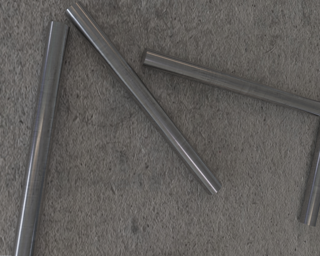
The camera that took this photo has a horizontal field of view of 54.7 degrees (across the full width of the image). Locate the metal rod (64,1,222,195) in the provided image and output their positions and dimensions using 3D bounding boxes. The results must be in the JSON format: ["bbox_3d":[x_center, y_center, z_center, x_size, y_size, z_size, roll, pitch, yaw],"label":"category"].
[{"bbox_3d":[-0.014,-0.029,0.403,0.025,0.025,0.300,-42,103,-15],"label":"metal rod"}]

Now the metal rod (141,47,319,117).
[{"bbox_3d":[0.118,-0.061,0.451,0.302,0.025,0.025,12,86,-20],"label":"metal rod"}]

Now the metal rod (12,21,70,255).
[{"bbox_3d":[-0.139,0.027,0.357,0.025,0.025,0.298,9,87,-20],"label":"metal rod"}]

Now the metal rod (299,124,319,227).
[{"bbox_3d":[0.274,0.010,0.509,0.025,0.025,0.299,17,84,-19],"label":"metal rod"}]
